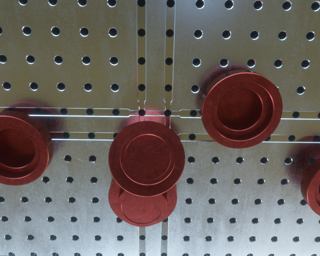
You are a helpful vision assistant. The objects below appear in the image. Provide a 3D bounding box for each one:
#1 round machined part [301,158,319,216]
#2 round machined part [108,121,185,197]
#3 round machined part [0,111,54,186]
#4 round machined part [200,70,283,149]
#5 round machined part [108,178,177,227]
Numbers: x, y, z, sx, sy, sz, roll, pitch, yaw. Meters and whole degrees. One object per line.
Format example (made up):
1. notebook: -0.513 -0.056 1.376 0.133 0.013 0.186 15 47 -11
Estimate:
1. round machined part: 0.247 0.076 0.436 0.099 0.042 0.097 0 110 -1
2. round machined part: -0.016 0.039 0.396 0.099 0.042 0.097 1 80 -5
3. round machined part: -0.190 0.024 0.410 0.099 0.042 0.097 0 110 -1
4. round machined part: 0.100 -0.026 0.396 0.099 0.042 0.097 0 110 -1
5. round machined part: -0.025 0.101 0.441 0.099 0.042 0.097 0 110 -1
